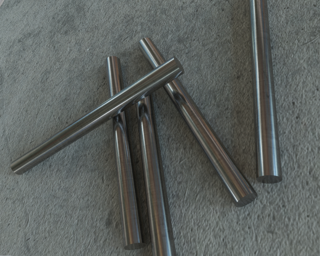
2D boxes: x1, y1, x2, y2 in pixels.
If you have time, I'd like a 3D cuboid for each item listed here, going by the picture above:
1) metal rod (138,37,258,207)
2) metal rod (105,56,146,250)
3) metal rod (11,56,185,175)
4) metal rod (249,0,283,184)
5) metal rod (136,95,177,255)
[{"bbox_3d":[0.032,-0.031,0.405,0.025,0.025,0.300,-33,51,6],"label":"metal rod"},{"bbox_3d":[-0.053,0.010,0.425,0.025,0.025,0.299,-23,53,15],"label":"metal rod"},{"bbox_3d":[-0.099,-0.008,0.434,0.300,0.025,0.025,-30,52,19],"label":"metal rod"},{"bbox_3d":[0.127,-0.078,0.385,0.025,0.025,0.299,-7,58,24],"label":"metal rod"},{"bbox_3d":[-0.007,0.059,0.371,0.025,0.025,0.299,-20,54,16],"label":"metal rod"}]
